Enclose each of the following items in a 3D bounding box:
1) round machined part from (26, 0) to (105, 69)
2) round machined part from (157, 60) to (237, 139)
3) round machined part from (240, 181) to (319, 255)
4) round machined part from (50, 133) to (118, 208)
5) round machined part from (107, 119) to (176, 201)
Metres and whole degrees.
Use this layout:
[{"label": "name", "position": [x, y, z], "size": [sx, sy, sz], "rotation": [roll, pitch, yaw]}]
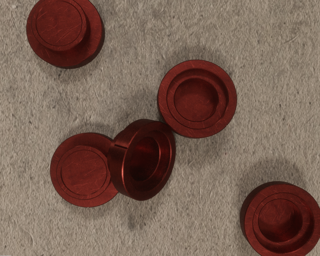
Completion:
[{"label": "round machined part", "position": [-0.124, -0.128, 0.400], "size": [0.099, 0.042, 0.097], "rotation": [0, 90, -1]}, {"label": "round machined part", "position": [0.045, -0.035, 0.399], "size": [0.099, 0.042, 0.097], "rotation": [0, 86, -4]}, {"label": "round machined part", "position": [0.153, 0.118, 0.404], "size": [0.099, 0.042, 0.097], "rotation": [0, 90, -1]}, {"label": "round machined part", "position": [-0.093, 0.055, 0.400], "size": [0.099, 0.042, 0.097], "rotation": [0, 90, -1]}, {"label": "round machined part", "position": [-0.026, 0.036, 0.383], "size": [0.042, 0.099, 0.097], "rotation": [12, 90, 37]}]
